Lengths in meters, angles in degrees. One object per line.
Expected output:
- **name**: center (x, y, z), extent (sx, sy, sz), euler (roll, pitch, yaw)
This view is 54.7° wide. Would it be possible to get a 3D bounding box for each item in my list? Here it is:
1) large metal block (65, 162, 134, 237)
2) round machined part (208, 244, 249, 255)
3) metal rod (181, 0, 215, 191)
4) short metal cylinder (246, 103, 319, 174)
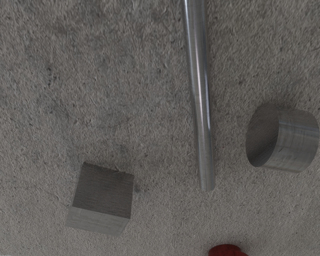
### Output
- **large metal block**: center (-0.087, 0.106, 0.460), extent (0.081, 0.080, 0.050), euler (17, 128, -14)
- **round machined part**: center (0.135, 0.273, 0.630), extent (0.099, 0.042, 0.097), euler (0, 130, 0)
- **metal rod**: center (0.052, -0.023, 0.387), extent (0.025, 0.025, 0.298), euler (-7, 130, 5)
- **short metal cylinder**: center (0.148, 0.013, 0.384), extent (0.050, 0.080, 0.079), euler (11, 129, -9)
